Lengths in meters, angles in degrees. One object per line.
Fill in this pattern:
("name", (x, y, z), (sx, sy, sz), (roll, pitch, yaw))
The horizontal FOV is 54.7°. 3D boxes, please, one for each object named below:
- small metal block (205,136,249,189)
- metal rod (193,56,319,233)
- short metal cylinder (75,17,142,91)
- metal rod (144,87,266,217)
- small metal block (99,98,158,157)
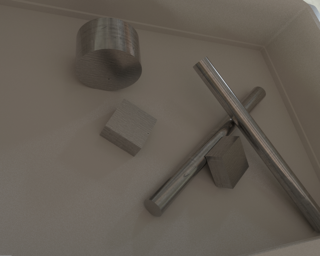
("small metal block", (0.091, 0.045, 0.415), (0.050, 0.025, 0.050), (-40, 117, -39))
("metal rod", (0.147, 0.025, 0.447), (0.025, 0.025, 0.299), (-38, 91, -39))
("short metal cylinder", (-0.065, -0.091, 0.392), (0.081, 0.080, 0.050), (7, 59, -25))
("metal rod", (0.082, 0.015, 0.442), (0.025, 0.025, 0.302), (47, 51, 4))
("small metal block", (-0.039, -0.001, 0.387), (0.050, 0.025, 0.050), (33, 51, -7))
